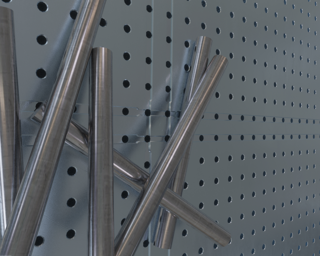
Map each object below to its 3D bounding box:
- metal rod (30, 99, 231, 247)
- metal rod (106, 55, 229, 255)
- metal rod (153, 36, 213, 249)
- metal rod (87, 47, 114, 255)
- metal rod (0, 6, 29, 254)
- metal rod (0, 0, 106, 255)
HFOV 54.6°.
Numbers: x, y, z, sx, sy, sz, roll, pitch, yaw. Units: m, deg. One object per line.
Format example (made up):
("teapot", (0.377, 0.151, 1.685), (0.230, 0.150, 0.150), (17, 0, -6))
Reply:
("metal rod", (-0.016, 0.068, 0.371), (0.301, 0.025, 0.025), (40, 66, -25))
("metal rod", (0.023, 0.017, 0.378), (0.025, 0.025, 0.301), (48, 56, -29))
("metal rod", (0.035, 0.013, 0.436), (0.025, 0.025, 0.299), (20, 77, -38))
("metal rod", (-0.058, 0.062, 0.302), (0.025, 0.025, 0.299), (9, 71, -40))
("metal rod", (-0.141, 0.041, 0.290), (0.025, 0.025, 0.298), (-5, 93, -40))
("metal rod", (-0.094, -0.020, 0.295), (0.025, 0.025, 0.299), (27, 63, -37))
